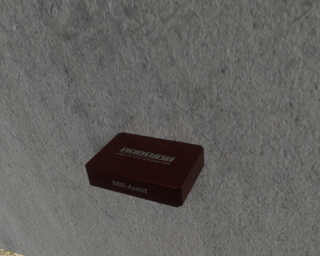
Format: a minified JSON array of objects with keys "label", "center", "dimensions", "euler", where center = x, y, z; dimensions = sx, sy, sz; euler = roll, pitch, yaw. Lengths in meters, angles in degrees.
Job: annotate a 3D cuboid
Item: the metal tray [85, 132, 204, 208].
[{"label":"metal tray","center":[-0.018,0.049,0.404],"dimensions":[0.130,0.090,0.030],"euler":[9,122,23]}]
